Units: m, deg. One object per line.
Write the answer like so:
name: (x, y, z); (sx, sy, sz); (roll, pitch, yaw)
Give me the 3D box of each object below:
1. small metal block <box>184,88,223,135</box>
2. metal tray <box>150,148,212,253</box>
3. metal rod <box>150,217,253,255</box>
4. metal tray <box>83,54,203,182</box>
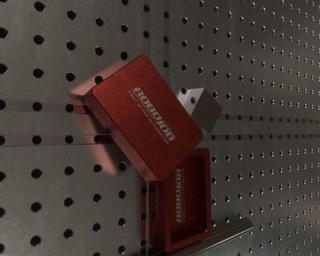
small metal block: (0.062, -0.024, 0.463); (0.050, 0.025, 0.050); (42, 64, -32)
metal tray: (0.030, 0.095, 0.433); (0.091, 0.030, 0.129); (-3, 92, -40)
metal rod: (0.036, 0.176, 0.441); (0.302, 0.025, 0.025); (-4, 93, -40)
metal tray: (-0.016, -0.012, 0.373); (0.090, 0.030, 0.130); (-43, 101, -32)
